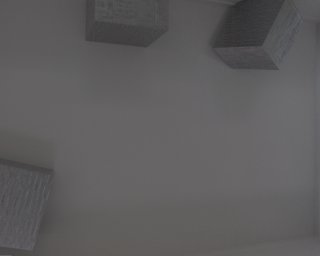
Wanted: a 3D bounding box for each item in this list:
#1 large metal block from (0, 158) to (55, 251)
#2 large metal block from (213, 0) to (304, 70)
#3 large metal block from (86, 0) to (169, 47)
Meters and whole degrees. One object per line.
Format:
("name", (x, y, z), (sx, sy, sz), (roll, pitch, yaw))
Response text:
("large metal block", (-0.167, 0.078, 0.336), (0.081, 0.050, 0.080), (17, 85, -19))
("large metal block", (0.133, -0.128, 0.423), (0.050, 0.080, 0.080), (36, 78, -37))
("large metal block", (-0.042, -0.134, 0.366), (0.081, 0.080, 0.050), (1, 90, -20))
